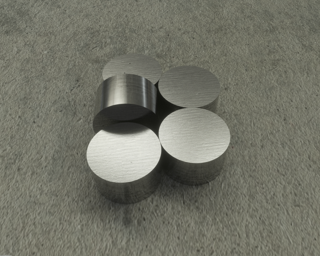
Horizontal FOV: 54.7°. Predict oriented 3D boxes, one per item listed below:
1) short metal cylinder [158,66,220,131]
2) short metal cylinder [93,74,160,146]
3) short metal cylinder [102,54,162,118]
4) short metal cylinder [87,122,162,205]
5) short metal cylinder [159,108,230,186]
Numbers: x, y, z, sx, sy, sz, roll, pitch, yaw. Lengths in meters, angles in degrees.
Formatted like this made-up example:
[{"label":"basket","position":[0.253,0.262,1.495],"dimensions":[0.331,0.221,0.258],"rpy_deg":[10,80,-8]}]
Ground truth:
[{"label":"short metal cylinder","position":[0.038,-0.040,0.421],"dimensions":[0.080,0.050,0.080],"rpy_deg":[0,51,0]},{"label":"short metal cylinder","position":[-0.041,-0.021,0.386],"dimensions":[0.081,0.080,0.050],"rpy_deg":[-2,50,-2]},{"label":"short metal cylinder","position":[-0.037,-0.061,0.439],"dimensions":[0.080,0.050,0.080],"rpy_deg":[0,50,1]},{"label":"short metal cylinder","position":[-0.038,0.040,0.354],"dimensions":[0.080,0.050,0.080],"rpy_deg":[0,50,1]},{"label":"short metal cylinder","position":[0.039,0.022,0.369],"dimensions":[0.080,0.050,0.080],"rpy_deg":[0,51,1]}]
